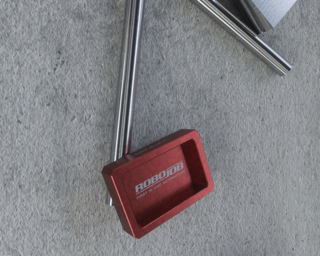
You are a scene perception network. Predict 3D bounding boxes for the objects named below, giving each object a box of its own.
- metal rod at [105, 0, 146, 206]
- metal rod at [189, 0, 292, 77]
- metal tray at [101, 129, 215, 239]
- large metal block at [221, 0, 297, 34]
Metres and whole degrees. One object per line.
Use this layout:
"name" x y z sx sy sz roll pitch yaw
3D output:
"metal rod" -0.042 -0.053 0.394 0.025 0.025 0.298 6 88 -20
"metal rod" 0.075 -0.169 0.437 0.301 0.025 0.025 33 79 -18
"metal tray" 0.003 0.065 0.391 0.131 0.030 0.089 -25 104 -29
"large metal block" 0.146 -0.195 0.451 0.080 0.050 0.080 44 76 -15
